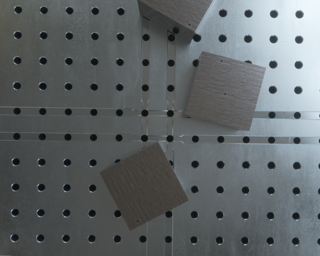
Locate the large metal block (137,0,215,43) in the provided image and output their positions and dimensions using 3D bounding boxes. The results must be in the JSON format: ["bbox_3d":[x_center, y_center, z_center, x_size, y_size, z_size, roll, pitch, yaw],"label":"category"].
[{"bbox_3d":[0.027,-0.171,0.401,0.080,0.050,0.080,30,90,0],"label":"large metal block"}]

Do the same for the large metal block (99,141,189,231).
[{"bbox_3d":[-0.019,0.071,0.401,0.080,0.050,0.080,-28,90,0],"label":"large metal block"}]

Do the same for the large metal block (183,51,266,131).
[{"bbox_3d":[0.080,-0.045,0.401,0.080,0.050,0.080,15,90,0],"label":"large metal block"}]
